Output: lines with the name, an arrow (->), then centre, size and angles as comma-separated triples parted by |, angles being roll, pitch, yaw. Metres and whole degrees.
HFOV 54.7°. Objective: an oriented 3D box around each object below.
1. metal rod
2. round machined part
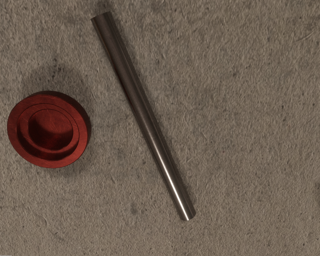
metal rod -> -0.014, -0.001, 0.409 | 0.025, 0.025, 0.299 | -21, 109, 7
round machined part -> -0.138, -0.001, 0.399 | 0.099, 0.042, 0.097 | 0, 110, -1
